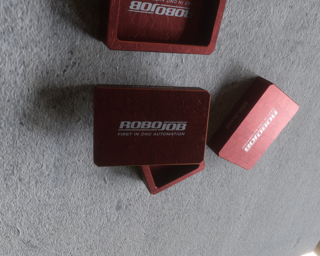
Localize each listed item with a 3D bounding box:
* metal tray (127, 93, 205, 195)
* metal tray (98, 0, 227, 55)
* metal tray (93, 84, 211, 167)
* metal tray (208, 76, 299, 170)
[{"bbox_3d":[0.008,0.022,0.421,0.091,0.030,0.129,-25,128,-13],"label":"metal tray"},{"bbox_3d":[0.006,-0.128,0.327,0.131,0.030,0.089,-4,120,-27],"label":"metal tray"},{"bbox_3d":[-0.011,-0.003,0.363,0.131,0.030,0.089,0,105,-14],"label":"metal tray"},{"bbox_3d":[0.145,-0.003,0.481,0.090,0.030,0.129,26,104,-37],"label":"metal tray"}]
